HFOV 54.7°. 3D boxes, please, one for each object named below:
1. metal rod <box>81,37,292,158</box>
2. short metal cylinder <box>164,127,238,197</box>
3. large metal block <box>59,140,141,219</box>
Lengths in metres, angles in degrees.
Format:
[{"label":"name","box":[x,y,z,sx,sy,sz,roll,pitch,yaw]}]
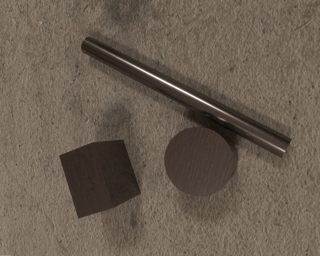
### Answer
[{"label":"metal rod","box":[0.021,-0.048,0.400,0.301,0.025,0.025,30,100,17]},{"label":"short metal cylinder","box":[0.052,0.038,0.377,0.080,0.050,0.079,0,90,19]},{"label":"large metal block","box":[-0.075,0.062,0.405,0.050,0.080,0.080,-21,83,18]}]
